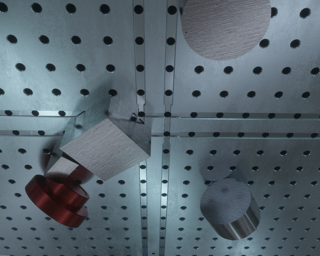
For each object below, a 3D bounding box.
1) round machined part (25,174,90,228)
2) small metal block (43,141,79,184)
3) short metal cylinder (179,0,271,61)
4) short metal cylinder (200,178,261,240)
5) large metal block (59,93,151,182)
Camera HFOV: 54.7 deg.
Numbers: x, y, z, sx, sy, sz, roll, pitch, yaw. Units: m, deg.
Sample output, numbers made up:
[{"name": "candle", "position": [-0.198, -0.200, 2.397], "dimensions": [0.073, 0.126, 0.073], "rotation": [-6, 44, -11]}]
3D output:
[{"name": "round machined part", "position": [-0.144, 0.099, 0.459], "dimensions": [0.098, 0.098, 0.042], "rotation": [43, 82, -31]}, {"name": "small metal block", "position": [-0.131, 0.041, 0.428], "dimensions": [0.025, 0.050, 0.050], "rotation": [33, 123, -25]}, {"name": "short metal cylinder", "position": [0.060, -0.113, 0.300], "dimensions": [0.081, 0.050, 0.079], "rotation": [0, 130, 0]}, {"name": "short metal cylinder", "position": [0.110, 0.126, 0.485], "dimensions": [0.080, 0.080, 0.050], "rotation": [-22, 127, 17]}, {"name": "large metal block", "position": [-0.068, 0.015, 0.407], "dimensions": [0.080, 0.050, 0.080], "rotation": [-30, 124, 22]}]
